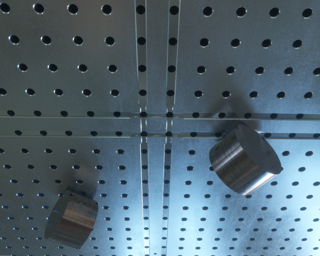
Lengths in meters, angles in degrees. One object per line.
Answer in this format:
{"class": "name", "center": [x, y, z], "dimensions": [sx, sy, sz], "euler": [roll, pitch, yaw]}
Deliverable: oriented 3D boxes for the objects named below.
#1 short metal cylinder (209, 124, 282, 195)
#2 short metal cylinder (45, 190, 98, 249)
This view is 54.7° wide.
{"class": "short metal cylinder", "center": [0.113, 0.042, 0.412], "dimensions": [0.080, 0.080, 0.050], "euler": [28, 125, -22]}
{"class": "short metal cylinder", "center": [-0.142, 0.146, 0.499], "dimensions": [0.050, 0.080, 0.080], "euler": [30, 124, -23]}
